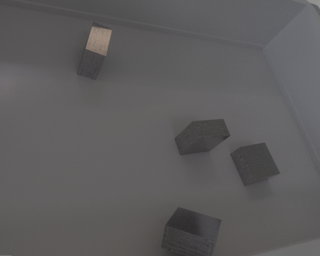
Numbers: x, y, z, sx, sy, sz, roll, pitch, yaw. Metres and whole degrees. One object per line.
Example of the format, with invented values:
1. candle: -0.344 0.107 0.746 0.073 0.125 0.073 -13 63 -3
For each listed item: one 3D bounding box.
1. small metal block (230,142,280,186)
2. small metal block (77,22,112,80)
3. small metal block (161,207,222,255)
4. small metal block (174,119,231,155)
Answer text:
1. small metal block: 0.137 0.052 0.448 0.050 0.025 0.050 -7 65 -31
2. small metal block: -0.086 -0.100 0.404 0.025 0.050 0.050 17 55 -19
3. small metal block: 0.035 0.111 0.328 0.050 0.025 0.050 13 11 16
4. small metal block: 0.056 0.012 0.412 0.050 0.050 0.025 -4 64 -30
